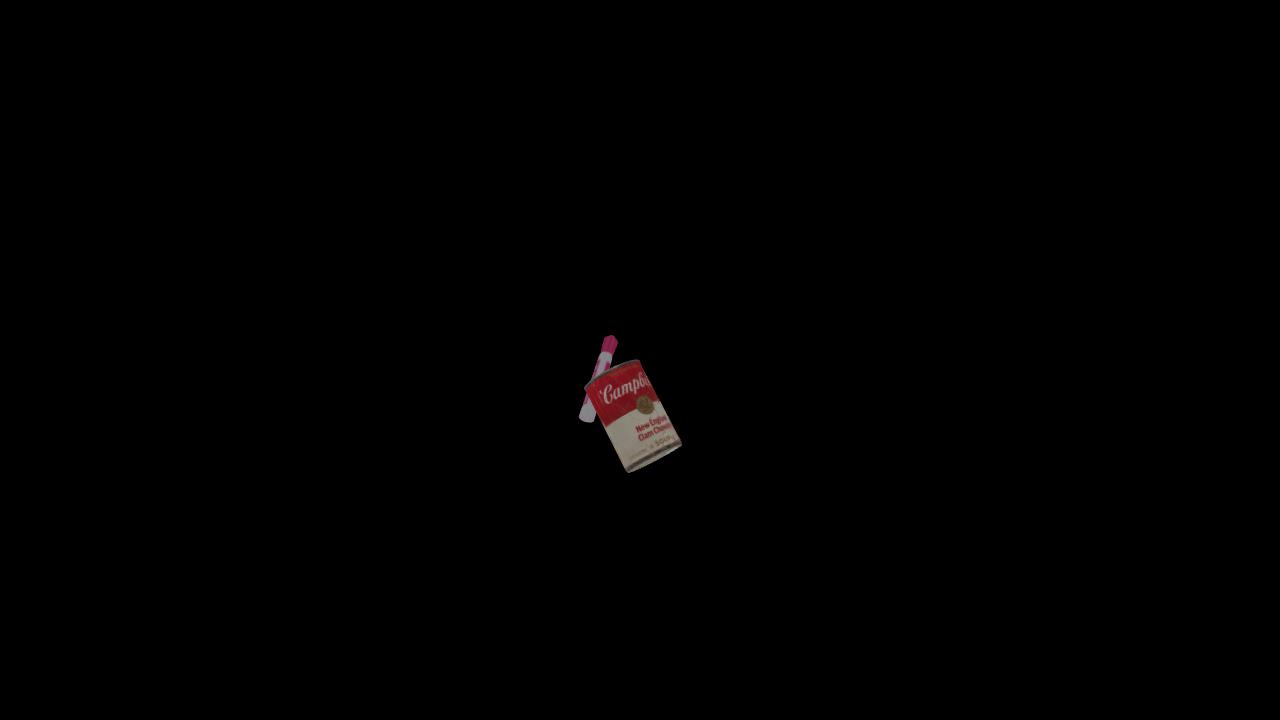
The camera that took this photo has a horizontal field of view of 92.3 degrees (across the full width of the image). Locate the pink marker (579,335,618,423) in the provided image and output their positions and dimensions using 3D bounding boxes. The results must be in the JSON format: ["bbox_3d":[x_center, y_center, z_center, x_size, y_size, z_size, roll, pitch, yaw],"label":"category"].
[{"bbox_3d":[-0.049,0.020,0.751,0.020,0.121,0.020,11,-33,7],"label":"pink marker"}]

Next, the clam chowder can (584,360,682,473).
[{"bbox_3d":[-0.007,0.060,0.653,0.068,0.102,0.068,-26,-12,-6],"label":"clam chowder can"}]
